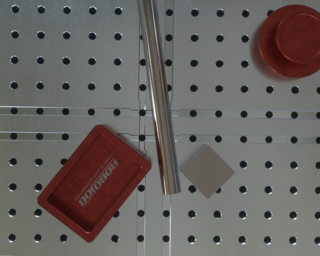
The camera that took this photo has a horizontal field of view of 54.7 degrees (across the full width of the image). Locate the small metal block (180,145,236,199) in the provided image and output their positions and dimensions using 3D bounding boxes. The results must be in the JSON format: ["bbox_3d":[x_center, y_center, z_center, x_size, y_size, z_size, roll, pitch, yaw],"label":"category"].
[{"bbox_3d":[0.063,0.057,0.414,0.050,0.025,0.050,-44,91,0],"label":"small metal block"}]

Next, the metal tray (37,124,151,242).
[{"bbox_3d":[-0.084,0.071,0.409,0.090,0.030,0.130,38,90,-1],"label":"metal tray"}]

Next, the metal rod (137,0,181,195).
[{"bbox_3d":[-0.004,-0.062,0.413,0.025,0.025,0.298,-7,90,0],"label":"metal rod"}]

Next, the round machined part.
[{"bbox_3d":[0.179,-0.115,0.407,0.099,0.042,0.097,0,90,-1],"label":"round machined part"}]
